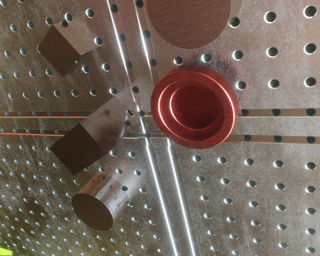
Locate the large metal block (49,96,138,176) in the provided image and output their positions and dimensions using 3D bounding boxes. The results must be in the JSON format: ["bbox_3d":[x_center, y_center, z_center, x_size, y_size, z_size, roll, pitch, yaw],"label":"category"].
[{"bbox_3d":[-0.090,0.010,0.428,0.080,0.080,0.050,-32,101,38],"label":"large metal block"}]

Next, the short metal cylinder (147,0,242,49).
[{"bbox_3d":[0.034,-0.123,0.300,0.080,0.050,0.079,13,124,20],"label":"short metal cylinder"}]

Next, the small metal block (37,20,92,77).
[{"bbox_3d":[-0.127,-0.105,0.412,0.050,0.025,0.050,49,128,-7],"label":"small metal block"}]

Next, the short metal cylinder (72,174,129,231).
[{"bbox_3d":[-0.100,0.126,0.524,0.080,0.050,0.079,13,124,20],"label":"short metal cylinder"}]

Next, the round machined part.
[{"bbox_3d":[0.042,-0.027,0.360,0.098,0.042,0.097,13,124,20],"label":"round machined part"}]
